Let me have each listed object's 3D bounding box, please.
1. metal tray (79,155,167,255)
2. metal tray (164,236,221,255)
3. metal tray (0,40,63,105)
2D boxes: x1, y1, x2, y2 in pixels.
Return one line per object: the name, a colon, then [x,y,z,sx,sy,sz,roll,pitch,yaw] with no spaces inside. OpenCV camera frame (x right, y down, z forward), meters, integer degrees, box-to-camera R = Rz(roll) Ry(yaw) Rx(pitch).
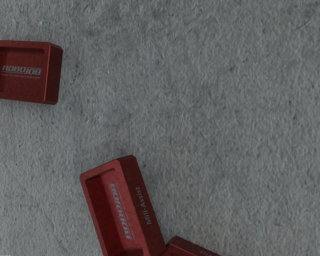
metal tray: [-0.052,0.109,0.406,0.090,0.030,0.129,-25,81,39]
metal tray: [0.059,0.204,0.385,0.130,0.030,0.089,19,96,18]
metal tray: [-0.218,-0.087,0.481,0.130,0.030,0.089,8,92,19]
